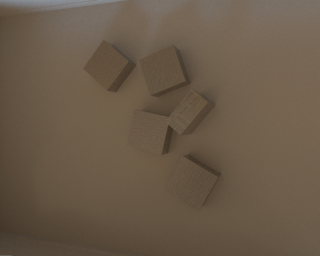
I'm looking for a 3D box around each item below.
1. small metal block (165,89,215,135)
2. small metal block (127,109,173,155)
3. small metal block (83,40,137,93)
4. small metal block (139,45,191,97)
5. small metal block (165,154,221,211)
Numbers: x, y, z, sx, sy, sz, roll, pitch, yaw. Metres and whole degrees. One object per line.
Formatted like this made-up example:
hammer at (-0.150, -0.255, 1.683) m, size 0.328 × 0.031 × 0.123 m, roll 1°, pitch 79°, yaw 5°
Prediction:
small metal block at (0.039, -0.019, 0.383) m, size 0.025 × 0.050 × 0.050 m, roll 42°, pitch 103°, yaw 15°
small metal block at (-0.011, 0.005, 0.414) m, size 0.050 × 0.025 × 0.050 m, roll 14°, pitch 95°, yaw 19°
small metal block at (-0.071, -0.086, 0.435) m, size 0.050 × 0.025 × 0.050 m, roll 42°, pitch 103°, yaw 15°
small metal block at (0.006, -0.074, 0.408) m, size 0.050 × 0.025 × 0.050 m, roll -20°, pitch 83°, yaw 19°
small metal block at (0.042, 0.069, 0.396) m, size 0.050 × 0.025 × 0.050 m, roll 30°, pitch 100°, yaw 17°
